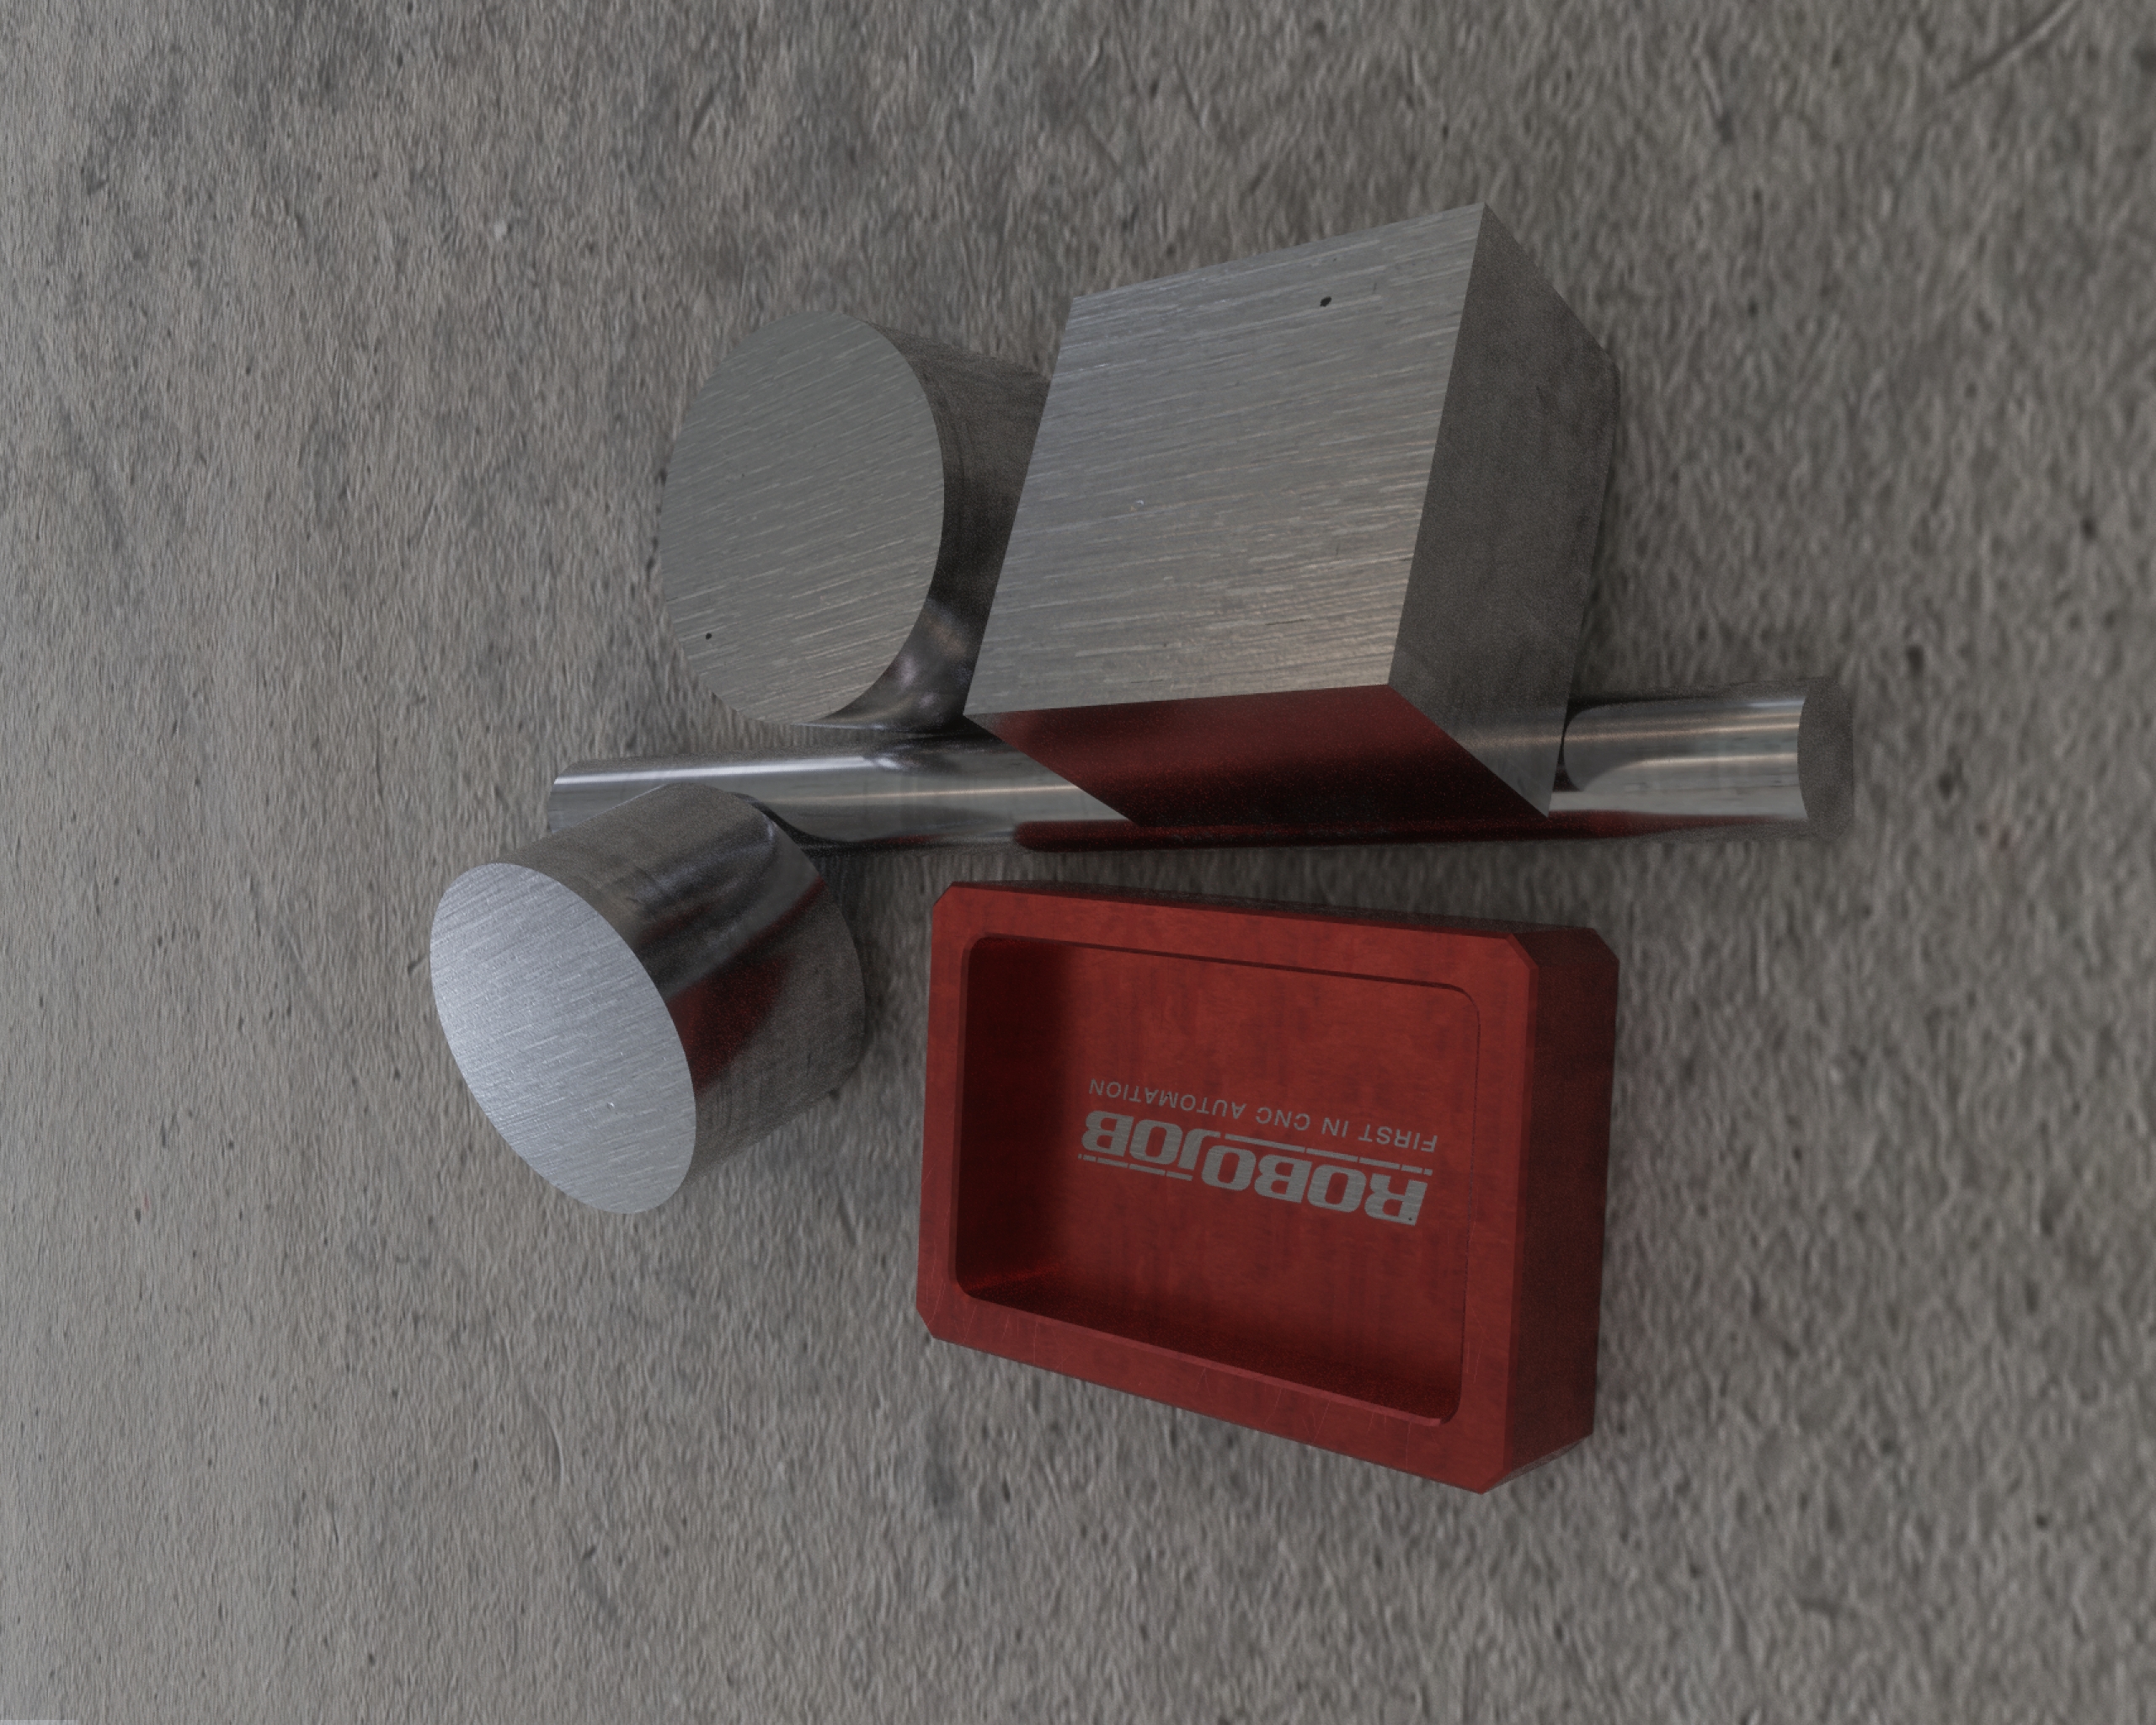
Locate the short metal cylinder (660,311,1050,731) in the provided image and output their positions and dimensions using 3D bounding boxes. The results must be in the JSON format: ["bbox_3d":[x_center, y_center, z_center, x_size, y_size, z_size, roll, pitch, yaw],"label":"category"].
[{"bbox_3d":[-0.039,-0.066,0.422,0.080,0.050,0.080,0,89,40],"label":"short metal cylinder"}]

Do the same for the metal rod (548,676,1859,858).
[{"bbox_3d":[-0.002,-0.014,0.410,0.300,0.025,0.025,-1,90,40],"label":"metal rod"}]

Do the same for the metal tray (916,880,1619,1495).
[{"bbox_3d":[0.029,0.052,0.378,0.130,0.030,0.089,5,93,39],"label":"metal tray"}]

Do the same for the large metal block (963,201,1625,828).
[{"bbox_3d":[0.036,-0.053,0.344,0.080,0.050,0.080,-1,68,40],"label":"large metal block"}]

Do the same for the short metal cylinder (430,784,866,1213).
[{"bbox_3d":[-0.093,0.028,0.451,0.080,0.050,0.079,18,121,32],"label":"short metal cylinder"}]
